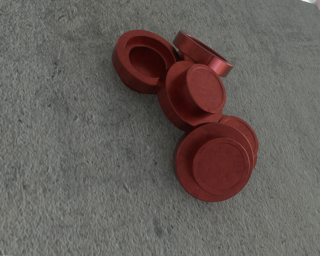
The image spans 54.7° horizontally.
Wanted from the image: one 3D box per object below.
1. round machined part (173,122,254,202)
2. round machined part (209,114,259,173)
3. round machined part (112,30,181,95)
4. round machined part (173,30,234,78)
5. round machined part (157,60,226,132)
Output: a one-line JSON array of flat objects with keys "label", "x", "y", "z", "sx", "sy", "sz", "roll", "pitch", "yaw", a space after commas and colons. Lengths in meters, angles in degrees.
[{"label": "round machined part", "x": 0.068, "y": 0.043, "z": 0.374, "sx": 0.099, "sy": 0.042, "sz": 0.097, "roll": -1, "pitch": 95, "yaw": -9}, {"label": "round machined part", "x": 0.098, "y": 0.021, "z": 0.436, "sx": 0.099, "sy": 0.042, "sz": 0.098, "roll": 14, "pitch": 56, "yaw": -21}, {"label": "round machined part", "x": -0.021, "y": -0.087, "z": 0.438, "sx": 0.099, "sy": 0.042, "sz": 0.098, "roll": 14, "pitch": 56, "yaw": -21}, {"label": "round machined part", "x": 0.060, "y": -0.105, "z": 0.475, "sx": 0.098, "sy": 0.042, "sz": 0.098, "roll": 29, "pitch": 21, "yaw": -12}, {"label": "round machined part", "x": 0.048, "y": -0.045, "z": 0.407, "sx": 0.099, "sy": 0.042, "sz": 0.098, "roll": 14, "pitch": 64, "yaw": -32}]
